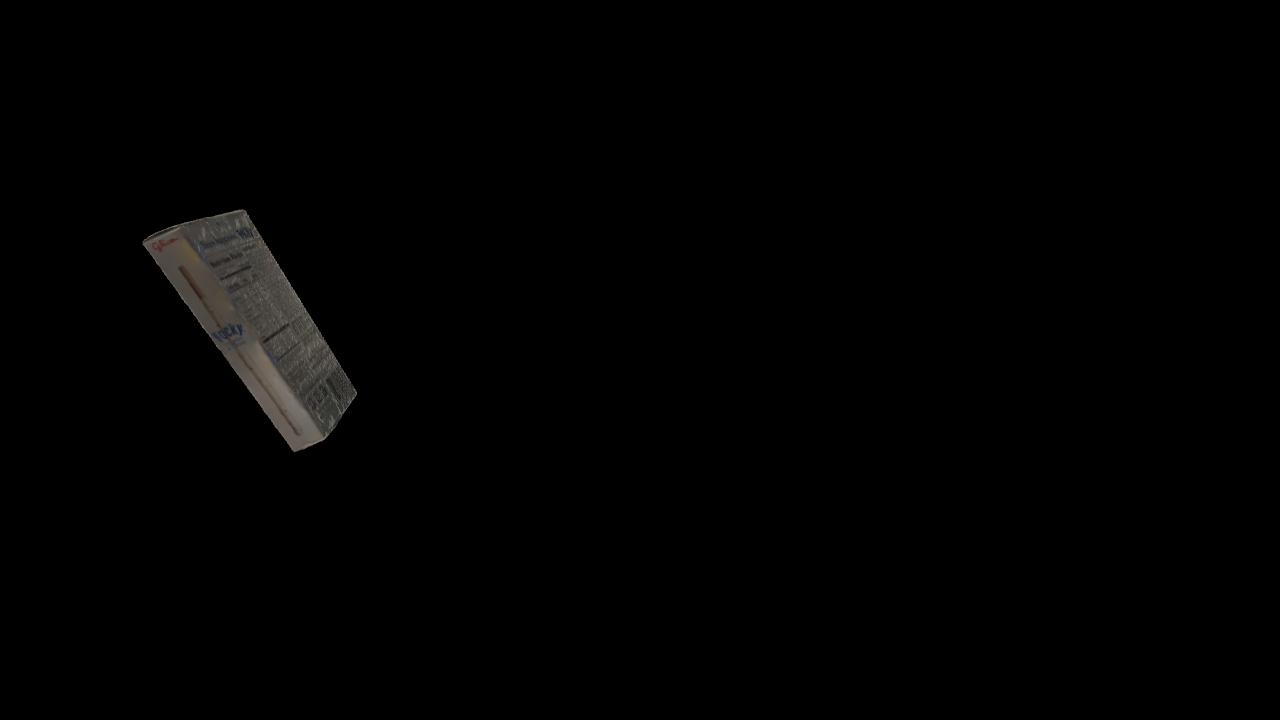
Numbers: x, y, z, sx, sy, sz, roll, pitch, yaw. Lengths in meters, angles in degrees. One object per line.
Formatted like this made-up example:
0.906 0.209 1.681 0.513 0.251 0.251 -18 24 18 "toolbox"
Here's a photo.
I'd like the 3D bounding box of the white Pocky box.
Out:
-0.251 -0.021 0.416 0.028 0.154 0.084 -23 22 0 "white Pocky box"
